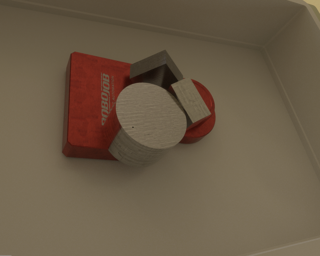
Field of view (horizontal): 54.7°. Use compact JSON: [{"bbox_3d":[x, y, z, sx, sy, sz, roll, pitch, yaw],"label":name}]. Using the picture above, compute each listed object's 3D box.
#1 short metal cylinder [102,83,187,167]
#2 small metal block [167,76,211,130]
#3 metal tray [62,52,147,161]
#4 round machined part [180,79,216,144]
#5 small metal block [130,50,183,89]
[{"bbox_3d":[-0.018,-0.003,0.342,0.081,0.050,0.080,14,56,-21],"label":"short metal cylinder"},{"bbox_3d":[0.030,-0.026,0.371,0.025,0.050,0.050,-27,83,-18],"label":"small metal block"},{"bbox_3d":[-0.068,-0.027,0.378,0.091,0.030,0.130,8,58,-25],"label":"metal tray"},{"bbox_3d":[0.037,-0.031,0.432,0.099,0.042,0.098,14,56,-21],"label":"round machined part"},{"bbox_3d":[-0.003,-0.065,0.394,0.050,0.050,0.025,47,32,-46],"label":"small metal block"}]
